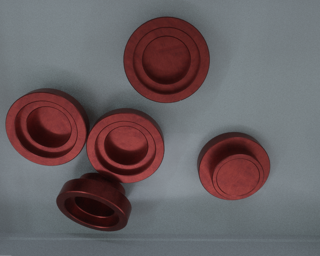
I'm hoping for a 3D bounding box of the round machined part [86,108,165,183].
[{"bbox_3d":[-0.043,0.020,0.409,0.099,0.042,0.097,0,110,0],"label":"round machined part"}]

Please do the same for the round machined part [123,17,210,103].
[{"bbox_3d":[0.008,-0.082,0.372,0.099,0.042,0.097,0,110,0],"label":"round machined part"}]

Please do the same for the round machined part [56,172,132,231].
[{"bbox_3d":[-0.086,0.098,0.424,0.098,0.042,0.097,9,136,9],"label":"round machined part"}]

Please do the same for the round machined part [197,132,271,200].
[{"bbox_3d":[0.102,0.058,0.424,0.099,0.042,0.097,0,110,0],"label":"round machined part"}]

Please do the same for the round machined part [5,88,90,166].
[{"bbox_3d":[-0.140,-0.004,0.399,0.099,0.042,0.097,0,110,0],"label":"round machined part"}]
